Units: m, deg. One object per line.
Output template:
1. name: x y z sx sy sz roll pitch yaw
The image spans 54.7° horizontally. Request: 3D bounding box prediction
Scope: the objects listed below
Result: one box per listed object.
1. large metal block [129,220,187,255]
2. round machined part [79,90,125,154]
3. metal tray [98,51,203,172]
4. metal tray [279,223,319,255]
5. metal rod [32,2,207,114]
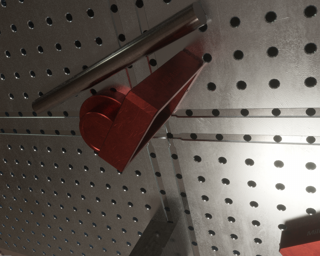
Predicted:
1. large metal block: 0.000 0.212 0.506 0.050 0.080 0.080 -2 117 29
2. round machined part: -0.073 -0.001 0.437 0.098 0.042 0.097 13 124 20
3. metal tray: -0.007 -0.022 0.332 0.030 0.131 0.089 35 129 5
4. metal tray: 0.231 0.158 0.384 0.130 0.030 0.090 -33 100 38
5. metal rod: -0.075 -0.075 0.402 0.300 0.025 0.025 -20 108 35
